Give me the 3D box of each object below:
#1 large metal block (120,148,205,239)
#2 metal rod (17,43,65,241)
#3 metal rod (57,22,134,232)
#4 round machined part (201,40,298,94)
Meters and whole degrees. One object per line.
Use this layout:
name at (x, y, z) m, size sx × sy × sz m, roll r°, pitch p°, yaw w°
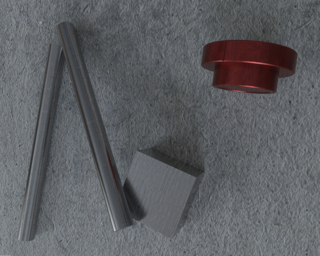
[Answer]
large metal block at (0.001, 0.079, 0.395) m, size 0.080 × 0.050 × 0.080 m, roll 23°, pitch 97°, yaw 18°
metal rod at (-0.179, 0.024, 0.470) m, size 0.025 × 0.025 × 0.298 m, roll 12°, pitch 94°, yaw 19°
metal rod at (-0.091, -0.016, 0.409) m, size 0.025 × 0.025 × 0.299 m, roll -26°, pitch 70°, yaw 18°
round machined part at (0.094, -0.062, 0.337) m, size 0.098 × 0.098 × 0.042 m, roll 8°, pitch 93°, yaw 19°
